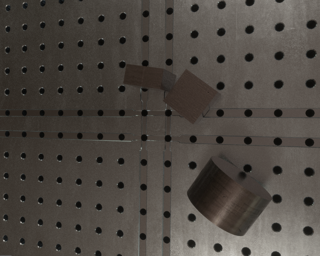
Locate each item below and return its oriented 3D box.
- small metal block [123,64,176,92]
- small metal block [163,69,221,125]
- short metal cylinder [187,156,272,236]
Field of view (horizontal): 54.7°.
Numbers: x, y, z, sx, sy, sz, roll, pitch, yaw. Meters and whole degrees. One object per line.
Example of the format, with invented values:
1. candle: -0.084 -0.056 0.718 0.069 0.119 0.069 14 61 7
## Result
1. small metal block: -0.012 -0.064 0.403 0.050 0.050 0.025 11 94 19
2. small metal block: 0.041 -0.039 0.398 0.050 0.025 0.050 40 102 15
3. short metal cylinder: 0.079 0.076 0.355 0.080 0.080 0.050 36 101 16
